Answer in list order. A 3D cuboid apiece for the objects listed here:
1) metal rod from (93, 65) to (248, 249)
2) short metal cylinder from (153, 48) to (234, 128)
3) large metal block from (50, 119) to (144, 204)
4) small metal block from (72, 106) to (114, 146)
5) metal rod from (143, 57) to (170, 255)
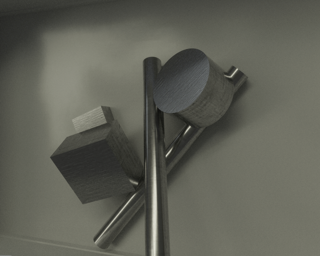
[{"bbox_3d":[0.007,0.046,0.407,0.025,0.025,0.299,41,103,15],"label":"metal rod"},{"bbox_3d":[0.039,-0.046,0.365,0.080,0.050,0.080,-21,56,37],"label":"short metal cylinder"},{"bbox_3d":[-0.079,0.045,0.406,0.080,0.050,0.080,-18,114,18],"label":"large metal block"},{"bbox_3d":[-0.090,0.002,0.441,0.050,0.025,0.050,-23,82,18],"label":"small metal block"},{"bbox_3d":[-0.005,0.046,0.349,0.025,0.025,0.299,-12,62,19],"label":"metal rod"}]
